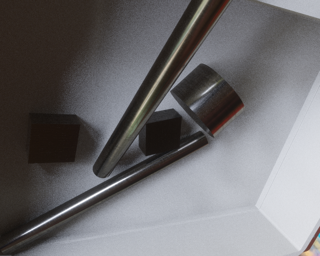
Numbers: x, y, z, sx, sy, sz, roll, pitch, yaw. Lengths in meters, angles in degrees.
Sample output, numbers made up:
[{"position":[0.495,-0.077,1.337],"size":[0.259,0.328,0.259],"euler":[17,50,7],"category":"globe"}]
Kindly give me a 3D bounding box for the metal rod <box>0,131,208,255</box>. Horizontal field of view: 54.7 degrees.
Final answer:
[{"position":[-0.067,0.083,0.424],"size":[0.302,0.025,0.025],"euler":[-27,128,-12],"category":"metal rod"}]

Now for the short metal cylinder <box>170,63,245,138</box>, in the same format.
[{"position":[0.058,-0.034,0.386],"size":[0.050,0.080,0.080],"euler":[-43,130,1],"category":"short metal cylinder"}]

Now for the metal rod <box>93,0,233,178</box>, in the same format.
[{"position":[-0.011,-0.030,0.300],"size":[0.025,0.025,0.298],"euler":[3,144,-30],"category":"metal rod"}]

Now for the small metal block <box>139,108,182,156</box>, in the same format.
[{"position":[0.000,0.005,0.413],"size":[0.050,0.025,0.050],"euler":[-12,124,-22],"category":"small metal block"}]

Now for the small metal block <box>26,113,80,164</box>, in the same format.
[{"position":[-0.122,0.012,0.350],"size":[0.050,0.025,0.050],"euler":[1,118,-29],"category":"small metal block"}]
